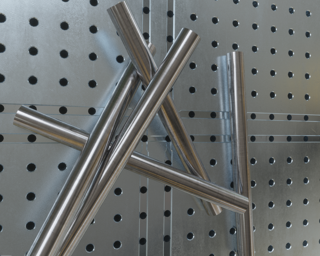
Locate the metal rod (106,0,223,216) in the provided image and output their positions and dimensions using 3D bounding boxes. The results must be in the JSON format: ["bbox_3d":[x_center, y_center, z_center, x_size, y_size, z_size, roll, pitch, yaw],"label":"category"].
[{"bbox_3d":[0.015,-0.010,0.393,0.025,0.025,0.299,-33,110,-17],"label":"metal rod"}]

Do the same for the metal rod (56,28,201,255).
[{"bbox_3d":[-0.041,0.022,0.351,0.025,0.025,0.299,31,90,-18],"label":"metal rod"}]

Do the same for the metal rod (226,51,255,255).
[{"bbox_3d":[0.118,0.040,0.455,0.025,0.025,0.298,-4,91,-20],"label":"metal rod"}]

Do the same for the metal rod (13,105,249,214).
[{"bbox_3d":[-0.026,0.044,0.382,0.301,0.025,0.025,23,82,-11],"label":"metal rod"}]

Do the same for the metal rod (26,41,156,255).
[{"bbox_3d":[-0.070,0.020,0.345,0.025,0.025,0.300,31,64,-17],"label":"metal rod"}]
